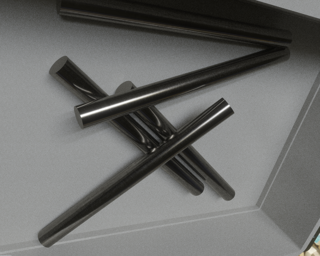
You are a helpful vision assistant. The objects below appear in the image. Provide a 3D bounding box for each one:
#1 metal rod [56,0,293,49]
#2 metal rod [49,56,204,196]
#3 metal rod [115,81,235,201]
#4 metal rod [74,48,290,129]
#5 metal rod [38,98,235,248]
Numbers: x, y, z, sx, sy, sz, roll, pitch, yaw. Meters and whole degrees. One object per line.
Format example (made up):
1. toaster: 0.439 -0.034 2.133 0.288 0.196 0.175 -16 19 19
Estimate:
1. metal rod: 0.040 -0.120 0.357 0.303 0.025 0.025 -1 119 -28
2. metal rod: -0.021 0.018 0.409 0.025 0.025 0.300 -44 130 2
3. metal rod: 0.040 0.036 0.454 0.025 0.025 0.300 -44 130 2
4. metal rod: 0.046 -0.058 0.378 0.302 0.025 0.025 -20 127 -24
5. metal rod: -0.035 0.061 0.401 0.300 0.025 0.025 -37 130 6
